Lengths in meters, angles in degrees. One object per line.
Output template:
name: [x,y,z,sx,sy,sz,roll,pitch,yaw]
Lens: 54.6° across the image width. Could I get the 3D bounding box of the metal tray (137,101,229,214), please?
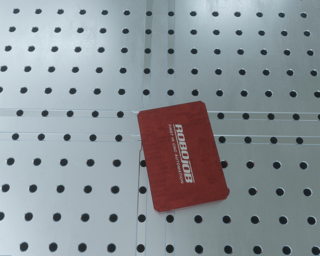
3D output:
metal tray: [0.026,0.035,0.396,0.091,0.030,0.130,-10,70,-4]
